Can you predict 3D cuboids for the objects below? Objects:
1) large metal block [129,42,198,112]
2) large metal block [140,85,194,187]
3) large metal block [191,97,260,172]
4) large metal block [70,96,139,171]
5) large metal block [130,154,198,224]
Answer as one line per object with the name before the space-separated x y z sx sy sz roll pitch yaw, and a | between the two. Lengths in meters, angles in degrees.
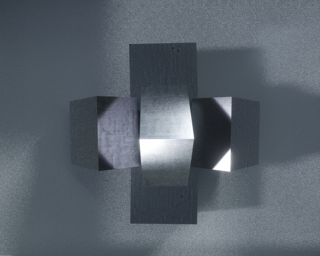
large metal block | 0.004 -0.062 0.395 0.081 0.050 0.080 -1 90 0
large metal block | 0.005 0.009 0.343 0.050 0.080 0.080 -1 46 -1
large metal block | 0.081 0.006 0.376 0.050 0.081 0.080 2 91 39
large metal block | -0.069 0.005 0.374 0.050 0.080 0.080 -2 91 -36
large metal block | 0.005 0.076 0.398 0.081 0.050 0.080 1 90 0
